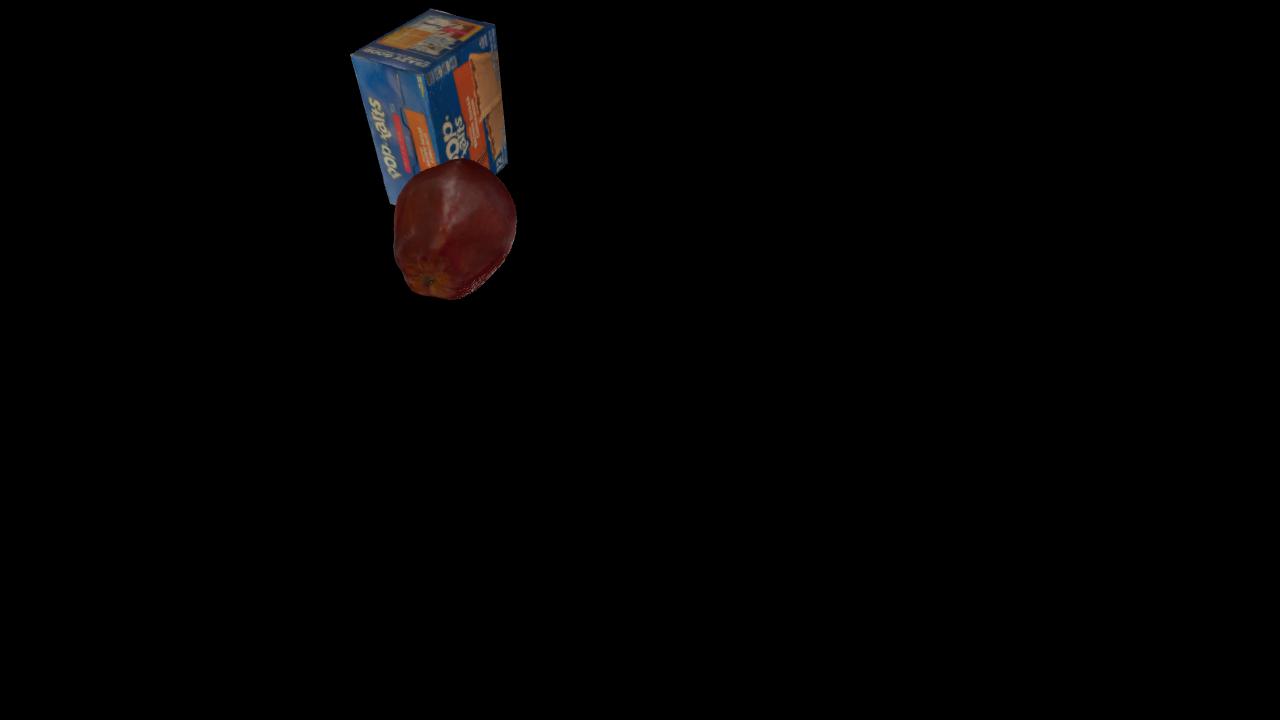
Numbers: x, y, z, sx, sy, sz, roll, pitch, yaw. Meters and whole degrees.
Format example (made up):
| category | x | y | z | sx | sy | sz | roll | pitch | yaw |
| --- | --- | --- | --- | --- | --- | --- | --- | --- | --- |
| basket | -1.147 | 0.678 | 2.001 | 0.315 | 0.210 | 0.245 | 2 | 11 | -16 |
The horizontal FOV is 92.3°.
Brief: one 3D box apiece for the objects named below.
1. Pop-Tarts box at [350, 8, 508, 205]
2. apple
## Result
| category | x | y | z | sx | sy | sz | roll | pitch | yaw |
| --- | --- | --- | --- | --- | --- | --- | --- | --- | --- |
| Pop-Tarts box | -0.218 | -0.266 | 0.673 | 0.083 | 0.141 | 0.167 | 17 | -42 | 10 |
| apple | -0.122 | -0.085 | 0.406 | 0.079 | 0.093 | 0.079 | 7 | -32 | 4 |
